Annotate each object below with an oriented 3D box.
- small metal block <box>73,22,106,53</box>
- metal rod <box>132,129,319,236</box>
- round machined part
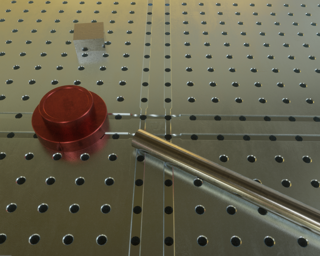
[{"bbox_3d":[-0.122,-0.158,0.539,0.050,0.025,0.050,-5,50,-5],"label":"small metal block"},{"bbox_3d":[0.101,0.070,0.349,0.301,0.025,0.025,24,54,18],"label":"metal rod"},{"bbox_3d":[-0.120,-0.019,0.411,0.099,0.042,0.098,0,50,0],"label":"round machined part"}]
